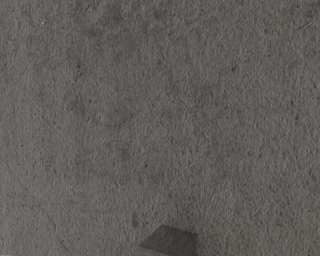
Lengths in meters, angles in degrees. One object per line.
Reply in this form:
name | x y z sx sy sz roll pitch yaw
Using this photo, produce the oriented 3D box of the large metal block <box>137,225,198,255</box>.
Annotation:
large metal block | 0.007 0.175 0.377 0.050 0.080 0.079 9 93 20
